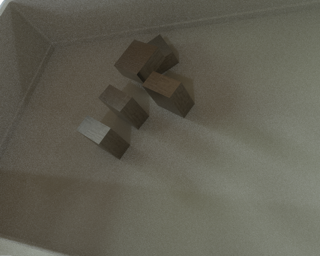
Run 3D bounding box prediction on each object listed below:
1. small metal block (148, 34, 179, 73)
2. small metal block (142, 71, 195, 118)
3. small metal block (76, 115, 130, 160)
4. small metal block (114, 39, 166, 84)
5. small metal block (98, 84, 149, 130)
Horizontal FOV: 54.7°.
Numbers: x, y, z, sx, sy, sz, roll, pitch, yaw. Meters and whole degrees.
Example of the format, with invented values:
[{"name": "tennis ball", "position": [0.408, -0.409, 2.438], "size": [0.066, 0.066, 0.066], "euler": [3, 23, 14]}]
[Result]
[{"name": "small metal block", "position": [-0.007, -0.108, 0.474], "size": [0.050, 0.025, 0.050], "euler": [-33, 52, 6]}, {"name": "small metal block", "position": [0.012, -0.044, 0.409], "size": [0.050, 0.050, 0.025], "euler": [29, 78, 37]}, {"name": "small metal block", "position": [-0.076, 0.013, 0.420], "size": [0.050, 0.050, 0.025], "euler": [26, 76, 36]}, {"name": "small metal block", "position": [-0.029, -0.095, 0.446], "size": [0.050, 0.025, 0.050], "euler": [28, 77, 37]}, {"name": "small metal block", "position": [-0.050, -0.029, 0.432], "size": [0.050, 0.050, 0.025], "euler": [32, 79, 37]}]
